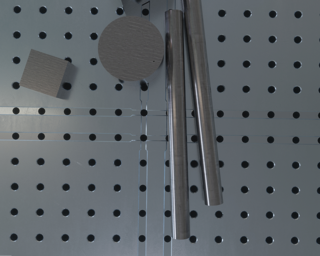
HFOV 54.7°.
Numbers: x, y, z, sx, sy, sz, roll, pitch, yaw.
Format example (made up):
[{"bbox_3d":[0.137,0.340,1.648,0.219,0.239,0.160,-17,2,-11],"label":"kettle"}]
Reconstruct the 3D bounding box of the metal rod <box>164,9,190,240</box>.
[{"bbox_3d":[0.023,-0.004,0.413,0.025,0.025,0.298,-2,90,0],"label":"metal rod"}]

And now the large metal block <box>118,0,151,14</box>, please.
[{"bbox_3d":[-0.024,-0.198,0.386,0.080,0.080,0.050,-28,90,0],"label":"large metal block"}]

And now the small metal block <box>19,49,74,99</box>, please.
[{"bbox_3d":[-0.150,-0.071,0.412,0.050,0.025,0.050,18,90,0],"label":"small metal block"}]

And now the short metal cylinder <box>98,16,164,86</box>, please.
[{"bbox_3d":[-0.035,-0.097,0.401,0.081,0.050,0.079,0,90,0],"label":"short metal cylinder"}]

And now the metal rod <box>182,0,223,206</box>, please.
[{"bbox_3d":[0.056,-0.048,0.413,0.025,0.025,0.298,-6,90,0],"label":"metal rod"}]
